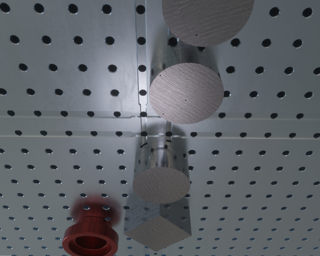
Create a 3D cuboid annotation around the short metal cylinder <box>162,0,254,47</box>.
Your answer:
[{"bbox_3d":[0.042,-0.124,0.290,0.081,0.050,0.079,0,130,0],"label":"short metal cylinder"}]

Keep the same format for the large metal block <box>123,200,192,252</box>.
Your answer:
[{"bbox_3d":[-0.004,0.161,0.532,0.080,0.050,0.080,-34,123,25],"label":"large metal block"}]

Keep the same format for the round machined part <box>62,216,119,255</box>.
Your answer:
[{"bbox_3d":[-0.125,0.200,0.569,0.099,0.042,0.097,0,130,0],"label":"round machined part"}]

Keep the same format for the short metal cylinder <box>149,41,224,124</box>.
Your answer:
[{"bbox_3d":[0.028,-0.051,0.352,0.081,0.050,0.079,0,130,0],"label":"short metal cylinder"}]

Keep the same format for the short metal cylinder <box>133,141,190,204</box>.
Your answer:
[{"bbox_3d":[0.002,0.065,0.451,0.081,0.050,0.079,0,130,0],"label":"short metal cylinder"}]
